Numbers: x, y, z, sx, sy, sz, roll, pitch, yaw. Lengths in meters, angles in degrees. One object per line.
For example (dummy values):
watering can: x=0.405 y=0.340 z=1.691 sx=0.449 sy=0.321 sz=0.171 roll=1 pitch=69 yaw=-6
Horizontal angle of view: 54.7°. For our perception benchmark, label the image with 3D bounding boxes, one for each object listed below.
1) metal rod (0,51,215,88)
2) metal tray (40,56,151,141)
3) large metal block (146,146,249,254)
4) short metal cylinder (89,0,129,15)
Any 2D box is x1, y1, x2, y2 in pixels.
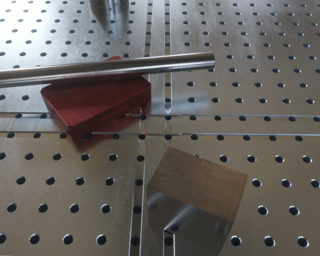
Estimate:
metal rod: x=-0.073 y=-0.082 z=0.436 sx=0.302 sy=0.025 sz=0.025 roll=-6 pitch=51 yaw=-6
metal tray: x=-0.089 y=-0.048 z=0.443 sx=0.131 sy=0.030 sz=0.090 roll=-31 pitch=57 yaw=-24
large metal block: x=0.035 y=0.073 z=0.311 sx=0.080 sy=0.080 sz=0.050 roll=19 pitch=53 yaw=15
short metal cylinder: x=-0.103 y=-0.268 z=0.616 sx=0.081 sy=0.050 sz=0.080 roll=0 pitch=50 yaw=0
